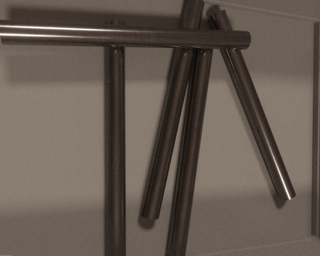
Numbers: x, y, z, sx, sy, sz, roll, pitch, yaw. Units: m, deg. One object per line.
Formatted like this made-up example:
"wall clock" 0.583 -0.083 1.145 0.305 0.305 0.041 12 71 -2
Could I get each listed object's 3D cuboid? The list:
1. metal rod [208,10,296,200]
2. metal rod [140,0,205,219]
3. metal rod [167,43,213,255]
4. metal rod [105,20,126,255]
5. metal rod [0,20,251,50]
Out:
"metal rod" 0.141 -0.028 0.464 0.025 0.025 0.299 -27 99 -18
"metal rod" 0.018 -0.029 0.418 0.025 0.025 0.298 14 85 -20
"metal rod" 0.043 0.024 0.427 0.025 0.025 0.298 9 87 -20
"metal rod" -0.056 0.017 0.390 0.025 0.025 0.298 0 90 -20
"metal rod" -0.024 -0.110 0.374 0.303 0.025 0.025 -4 92 -20
